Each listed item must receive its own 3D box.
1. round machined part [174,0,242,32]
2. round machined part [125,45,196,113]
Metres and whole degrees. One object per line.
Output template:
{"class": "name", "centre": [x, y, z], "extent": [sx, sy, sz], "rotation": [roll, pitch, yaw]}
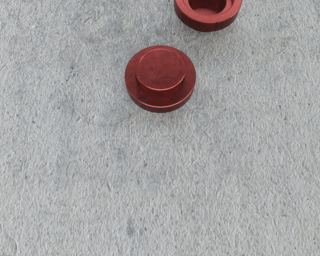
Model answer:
{"class": "round machined part", "centre": [0.070, -0.185, 0.467], "extent": [0.099, 0.042, 0.098], "rotation": [0, 70, 0]}
{"class": "round machined part", "centre": [0.001, -0.073, 0.426], "extent": [0.099, 0.042, 0.098], "rotation": [0, 70, 0]}
